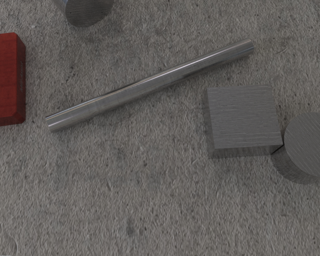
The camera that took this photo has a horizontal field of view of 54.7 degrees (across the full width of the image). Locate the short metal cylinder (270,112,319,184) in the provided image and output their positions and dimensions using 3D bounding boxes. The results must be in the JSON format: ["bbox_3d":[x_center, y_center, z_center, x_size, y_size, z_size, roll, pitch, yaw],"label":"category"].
[{"bbox_3d":[0.186,0.027,0.386,0.081,0.050,0.080,0,70,0],"label":"short metal cylinder"}]

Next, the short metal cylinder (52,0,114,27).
[{"bbox_3d":[-0.114,-0.195,0.449,0.080,0.080,0.050,-35,74,-12],"label":"short metal cylinder"}]

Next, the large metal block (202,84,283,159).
[{"bbox_3d":[0.101,-0.007,0.398,0.081,0.050,0.080,-4,70,-2],"label":"large metal block"}]

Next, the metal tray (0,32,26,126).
[{"bbox_3d":[-0.237,-0.066,0.428,0.091,0.030,0.130,-8,70,-3],"label":"metal tray"}]

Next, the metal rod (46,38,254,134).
[{"bbox_3d":[-0.008,-0.062,0.430,0.302,0.025,0.025,-23,72,-8],"label":"metal rod"}]
